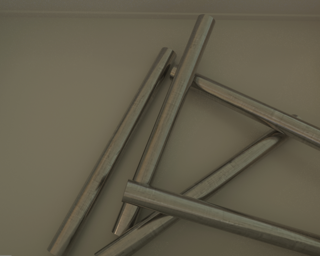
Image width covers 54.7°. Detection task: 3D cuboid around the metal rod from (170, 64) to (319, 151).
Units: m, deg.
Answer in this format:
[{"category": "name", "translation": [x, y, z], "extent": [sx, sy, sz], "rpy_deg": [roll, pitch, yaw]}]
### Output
[{"category": "metal rod", "translation": [0.145, -0.011, 0.388], "extent": [0.300, 0.025, 0.025], "rpy_deg": [29, 72, 20]}]

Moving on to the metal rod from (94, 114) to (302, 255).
[{"category": "metal rod", "translation": [0.060, 0.069, 0.373], "extent": [0.302, 0.025, 0.025], "rpy_deg": [-32, 73, -16]}]

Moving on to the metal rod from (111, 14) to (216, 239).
[{"category": "metal rod", "translation": [0.009, -0.011, 0.393], "extent": [0.025, 0.025, 0.299], "rpy_deg": [20, 79, 7]}]

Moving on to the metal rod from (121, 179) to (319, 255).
[{"category": "metal rod", "translation": [0.106, 0.111, 0.342], "extent": [0.302, 0.025, 0.025], "rpy_deg": [17, 71, -5]}]

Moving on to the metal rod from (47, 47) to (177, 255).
[{"category": "metal rod", "translation": [-0.053, 0.018, 0.402], "extent": [0.025, 0.025, 0.300], "rpy_deg": [25, 72, 8]}]
